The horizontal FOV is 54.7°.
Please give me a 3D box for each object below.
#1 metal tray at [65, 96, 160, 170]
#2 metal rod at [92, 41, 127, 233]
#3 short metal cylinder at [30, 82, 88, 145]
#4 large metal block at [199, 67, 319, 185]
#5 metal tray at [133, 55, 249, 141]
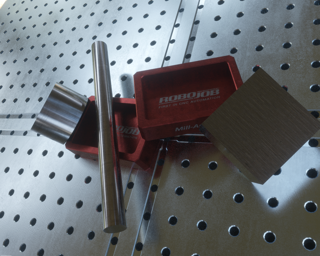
[{"bbox_3d":[-0.062,0.003,0.435,0.130,0.030,0.090,7,65,31],"label":"metal tray"},{"bbox_3d":[-0.073,-0.012,0.415,0.025,0.025,0.299,-23,53,15],"label":"metal rod"},{"bbox_3d":[-0.149,-0.022,0.461,0.080,0.050,0.080,-49,23,31],"label":"short metal cylinder"},{"bbox_3d":[0.098,0.000,0.318,0.080,0.050,0.080,-44,82,-2],"label":"large metal block"},{"bbox_3d":[0.036,-0.039,0.386,0.131,0.030,0.090,-10,56,3],"label":"metal tray"}]
